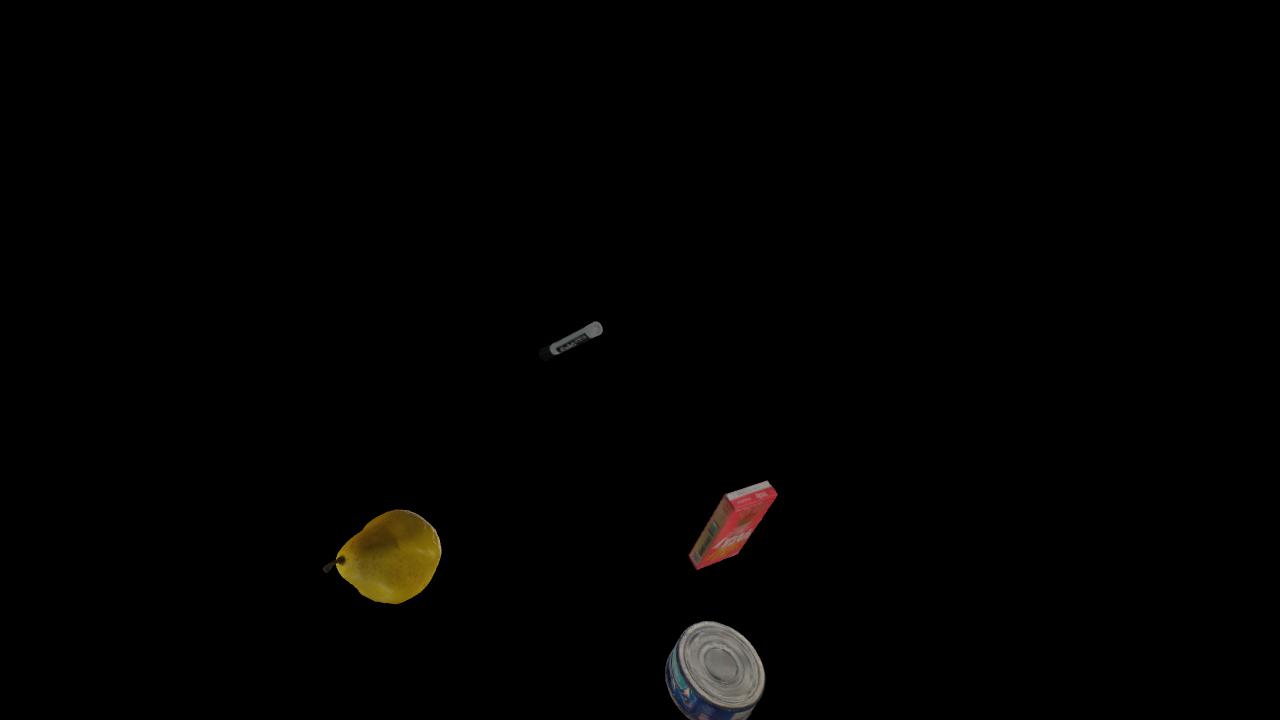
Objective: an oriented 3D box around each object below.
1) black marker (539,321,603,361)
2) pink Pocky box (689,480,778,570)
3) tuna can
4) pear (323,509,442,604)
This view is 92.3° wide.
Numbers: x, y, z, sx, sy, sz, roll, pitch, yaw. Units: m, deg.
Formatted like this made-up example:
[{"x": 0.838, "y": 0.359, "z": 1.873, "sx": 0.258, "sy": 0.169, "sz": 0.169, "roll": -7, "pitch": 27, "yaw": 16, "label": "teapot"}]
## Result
[{"x": -0.096, "y": -0.024, "z": 0.825, "sx": 0.121, "sy": 0.020, "sz": 0.020, "roll": -22, "pitch": -15, "yaw": 41, "label": "black marker"}, {"x": 0.133, "y": 0.241, "z": 0.892, "sx": 0.084, "sy": 0.155, "sz": 0.029, "roll": -8, "pitch": 46, "yaw": -33, "label": "pink Pocky box"}, {"x": 0.067, "y": 0.275, "z": 0.541, "sx": 0.084, "sy": 0.034, "sz": 0.084, "roll": 15, "pitch": 30, "yaw": -9, "label": "tuna can"}, {"x": -0.226, "y": 0.166, "z": 0.530, "sx": 0.080, "sy": 0.080, "sz": 0.111, "roll": 0, "pitch": -24, "yaw": 20, "label": "pear"}]
